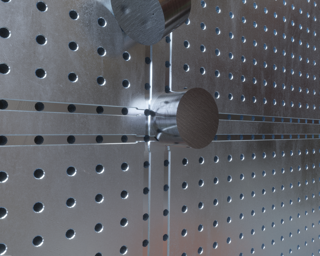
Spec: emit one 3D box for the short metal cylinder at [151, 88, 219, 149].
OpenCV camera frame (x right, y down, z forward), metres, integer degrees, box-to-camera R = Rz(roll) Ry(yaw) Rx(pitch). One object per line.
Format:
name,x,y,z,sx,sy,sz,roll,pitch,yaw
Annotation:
short metal cylinder,0.035,-0.013,0.421,0.081,0.050,0.079,0,90,-40

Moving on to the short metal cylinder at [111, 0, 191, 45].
short metal cylinder,-0.011,-0.145,0.363,0.050,0.080,0.080,-45,117,-31
